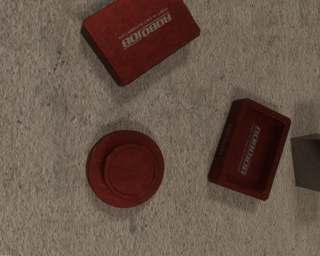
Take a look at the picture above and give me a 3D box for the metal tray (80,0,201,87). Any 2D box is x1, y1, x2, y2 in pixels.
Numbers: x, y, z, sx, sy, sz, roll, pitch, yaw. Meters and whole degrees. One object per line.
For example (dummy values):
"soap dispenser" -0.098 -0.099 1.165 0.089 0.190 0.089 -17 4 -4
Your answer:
"metal tray" -0.022 -0.125 0.399 0.131 0.030 0.090 -38 103 -16

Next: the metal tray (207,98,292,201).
"metal tray" 0.133 0.032 0.457 0.091 0.030 0.130 22 83 -19

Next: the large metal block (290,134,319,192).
"large metal block" 0.254 0.053 0.476 0.050 0.080 0.079 -9 93 -20

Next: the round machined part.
"round machined part" -0.040 0.052 0.386 0.099 0.042 0.097 0 90 -21
